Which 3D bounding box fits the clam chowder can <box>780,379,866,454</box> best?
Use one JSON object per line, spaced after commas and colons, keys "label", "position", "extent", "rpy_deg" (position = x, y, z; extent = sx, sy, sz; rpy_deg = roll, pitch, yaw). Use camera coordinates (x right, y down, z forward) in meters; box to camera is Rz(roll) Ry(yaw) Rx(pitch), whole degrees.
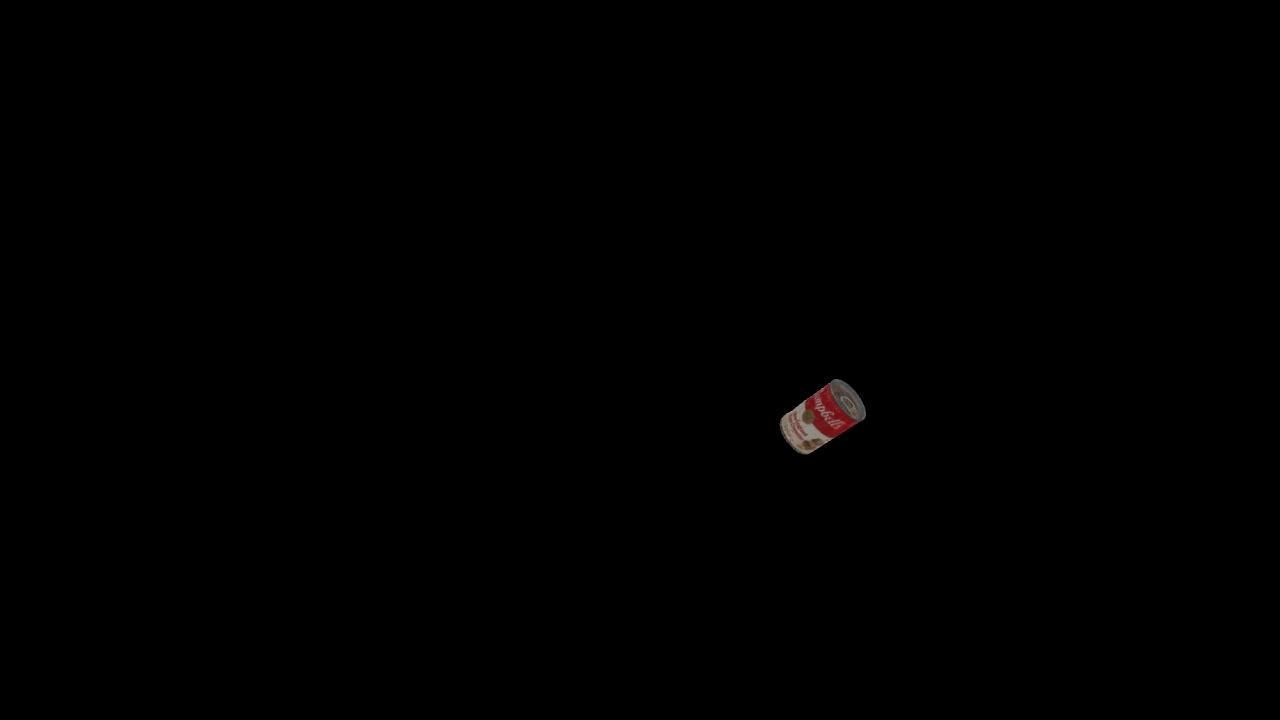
{"label": "clam chowder can", "position": [0.258, 0.082, 0.874], "extent": [0.068, 0.068, 0.102], "rpy_deg": [0, -34, -44]}
